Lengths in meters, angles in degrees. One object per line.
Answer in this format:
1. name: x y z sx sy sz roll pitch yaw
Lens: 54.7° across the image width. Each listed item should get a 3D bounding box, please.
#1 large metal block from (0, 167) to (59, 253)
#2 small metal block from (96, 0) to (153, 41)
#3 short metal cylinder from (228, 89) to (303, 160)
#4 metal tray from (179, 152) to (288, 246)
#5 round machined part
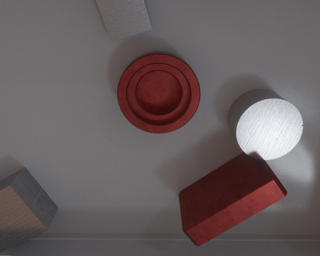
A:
1. large metal block: -0.208 0.116 0.438 0.080 0.050 0.080 -28 108 9
2. small metal block: -0.040 -0.134 0.356 0.050 0.025 0.050 -15 122 5
3. short metal cylinder: 0.132 -0.006 0.398 0.081 0.050 0.079 0 110 -1
4. metal tray: 0.089 0.087 0.410 0.130 0.090 0.030 -34 107 11
5. round machined part: -0.002 -0.046 0.385 0.099 0.042 0.097 0 110 -1
